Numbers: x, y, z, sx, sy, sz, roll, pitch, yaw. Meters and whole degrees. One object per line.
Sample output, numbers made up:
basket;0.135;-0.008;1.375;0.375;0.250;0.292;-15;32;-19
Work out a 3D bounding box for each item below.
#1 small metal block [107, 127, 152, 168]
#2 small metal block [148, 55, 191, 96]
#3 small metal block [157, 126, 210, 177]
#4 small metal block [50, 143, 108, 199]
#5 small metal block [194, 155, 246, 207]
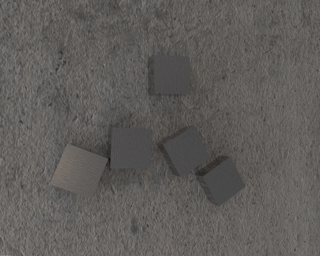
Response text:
small metal block;-0.040;0.025;0.394;0.050;0.025;0.050;3;89;-20
small metal block;0.012;-0.069;0.413;0.050;0.025;0.050;-2;91;-20
small metal block;0.032;0.031;0.421;0.050;0.025;0.050;-31;100;-17
small metal block;-0.095;0.051;0.369;0.050;0.025;0.050;22;83;-8
small metal block;0.085;0.074;0.441;0.050;0.025;0.050;-32;101;-17
